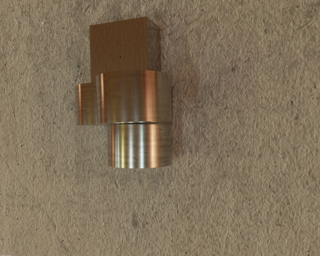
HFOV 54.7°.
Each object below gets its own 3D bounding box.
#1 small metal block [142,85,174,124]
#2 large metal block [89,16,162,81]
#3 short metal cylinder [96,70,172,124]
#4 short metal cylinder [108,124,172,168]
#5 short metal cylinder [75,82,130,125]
[{"bbox_3d":[-0.002,-0.030,0.400,0.025,0.050,0.050,1,91,20],"label":"small metal block"},{"bbox_3d":[-0.044,-0.095,0.413,0.080,0.050,0.080,-2,89,20],"label":"large metal block"},{"bbox_3d":[-0.028,-0.031,0.338,0.080,0.080,0.050,-2,89,20],"label":"short metal cylinder"},{"bbox_3d":[-0.025,0.021,0.390,0.080,0.080,0.050,0,90,20],"label":"short metal cylinder"},{"bbox_3d":[-0.069,-0.029,0.406,0.080,0.080,0.050,-2,89,20],"label":"short metal cylinder"}]
